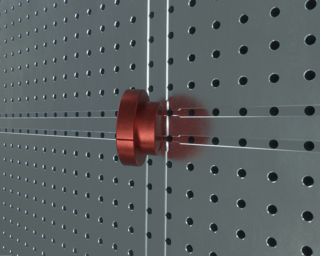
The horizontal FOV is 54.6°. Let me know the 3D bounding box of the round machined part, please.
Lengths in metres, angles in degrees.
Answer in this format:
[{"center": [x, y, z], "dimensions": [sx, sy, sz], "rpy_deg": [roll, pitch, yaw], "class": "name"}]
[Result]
[{"center": [-0.020, 0.000, 0.392], "dimensions": [0.042, 0.098, 0.097], "rpy_deg": [3, 92, 9], "class": "round machined part"}]
